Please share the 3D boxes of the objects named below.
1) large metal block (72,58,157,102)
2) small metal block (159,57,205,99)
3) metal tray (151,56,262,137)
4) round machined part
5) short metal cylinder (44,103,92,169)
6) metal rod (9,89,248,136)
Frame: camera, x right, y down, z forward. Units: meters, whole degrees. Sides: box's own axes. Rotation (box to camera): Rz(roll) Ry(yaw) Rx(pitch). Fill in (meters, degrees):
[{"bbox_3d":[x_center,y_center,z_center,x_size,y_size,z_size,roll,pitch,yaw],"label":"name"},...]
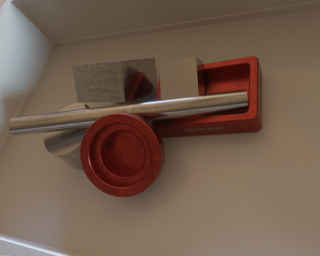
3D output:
[{"bbox_3d":[-0.060,-0.067,0.430,0.080,0.080,0.050,3,105,30],"label":"large metal block"},{"bbox_3d":[0.028,-0.060,0.397,0.050,0.025,0.050,-5,86,26],"label":"small metal block"},{"bbox_3d":[0.059,-0.037,0.391,0.130,0.030,0.090,-4,60,25],"label":"metal tray"},{"bbox_3d":[-0.042,0.030,0.374,0.098,0.042,0.097,1,95,13],"label":"round machined part"},{"bbox_3d":[-0.114,0.012,0.437,0.080,0.050,0.080,-13,56,20],"label":"short metal cylinder"},{"bbox_3d":[-0.047,-0.017,0.384,0.301,0.025,0.025,-6,59,12],"label":"metal rod"}]
